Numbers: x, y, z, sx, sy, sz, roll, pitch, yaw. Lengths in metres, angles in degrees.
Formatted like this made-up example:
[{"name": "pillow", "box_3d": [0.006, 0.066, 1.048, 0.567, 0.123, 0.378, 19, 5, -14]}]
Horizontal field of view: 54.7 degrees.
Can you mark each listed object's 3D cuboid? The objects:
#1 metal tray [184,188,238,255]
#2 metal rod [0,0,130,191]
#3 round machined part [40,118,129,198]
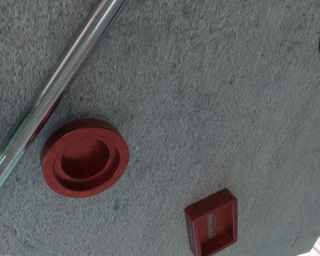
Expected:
[{"name": "metal tray", "box_3d": [0.097, 0.181, 0.570, 0.091, 0.030, 0.129, -22, 127, -16]}, {"name": "metal rod", "box_3d": [-0.129, -0.016, 0.327, 0.025, 0.025, 0.299, 30, 102, -38]}, {"name": "round machined part", "box_3d": [-0.090, 0.031, 0.367, 0.099, 0.042, 0.097, -14, 125, -21]}]
